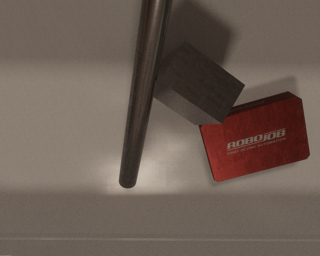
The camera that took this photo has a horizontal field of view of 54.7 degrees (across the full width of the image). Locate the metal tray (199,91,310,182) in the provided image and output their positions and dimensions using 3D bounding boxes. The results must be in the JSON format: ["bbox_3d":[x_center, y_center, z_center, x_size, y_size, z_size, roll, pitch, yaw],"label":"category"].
[{"bbox_3d":[0.125,0.013,0.415,0.131,0.030,0.089,-16,110,5],"label":"metal tray"}]

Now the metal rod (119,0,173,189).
[{"bbox_3d":[-0.021,-0.028,0.336,0.025,0.025,0.298,10,135,-4],"label":"metal rod"}]

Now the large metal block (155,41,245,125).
[{"bbox_3d":[0.036,-0.046,0.358,0.080,0.080,0.050,33,82,-12],"label":"large metal block"}]
